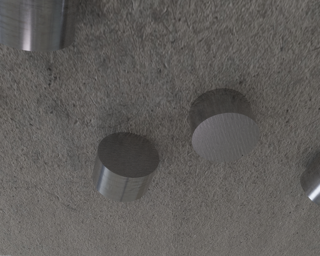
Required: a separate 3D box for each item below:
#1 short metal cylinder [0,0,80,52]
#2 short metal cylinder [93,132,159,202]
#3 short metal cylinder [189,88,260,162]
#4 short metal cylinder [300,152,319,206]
[{"bbox_3d":[-0.114,-0.111,0.275,0.081,0.080,0.050,13,129,-11],"label":"short metal cylinder"},{"bbox_3d":[-0.046,0.051,0.414,0.081,0.080,0.050,12,129,-10],"label":"short metal cylinder"},{"bbox_3d":[0.078,-0.003,0.389,0.081,0.050,0.079,0,130,0],"label":"short metal cylinder"},{"bbox_3d":[0.249,0.074,0.436,0.081,0.080,0.050,11,129,-10],"label":"short metal cylinder"}]
